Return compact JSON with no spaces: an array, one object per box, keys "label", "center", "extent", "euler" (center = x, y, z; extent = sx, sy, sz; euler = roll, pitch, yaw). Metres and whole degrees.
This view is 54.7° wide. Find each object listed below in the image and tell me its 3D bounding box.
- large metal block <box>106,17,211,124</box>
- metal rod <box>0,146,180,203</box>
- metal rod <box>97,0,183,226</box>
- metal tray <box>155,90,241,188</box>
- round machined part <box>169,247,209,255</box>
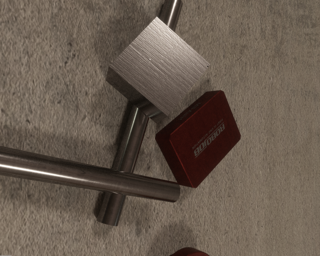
[{"label":"large metal block","center":[-0.004,-0.064,0.359],"extent":[0.080,0.050,0.080],"euler":[41,74,-4]},{"label":"metal rod","center":[-0.105,0.040,0.297],"extent":[0.302,0.025,0.025],"euler":[18,79,-32]},{"label":"metal rod","center":[-0.021,-0.031,0.388],"extent":[0.025,0.025,0.299],"euler":[26,74,-38]},{"label":"metal tray","center":[0.061,0.013,0.456],"extent":[0.131,0.030,0.090],"euler":[-40,115,-33]},{"label":"round machined part","center":[0.030,0.212,0.422],"extent":[0.099,0.042,0.097],"euler":[0,90,-40]}]
